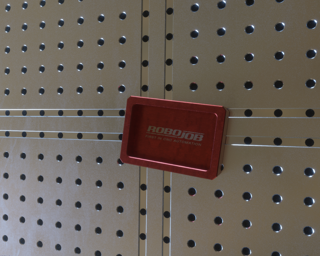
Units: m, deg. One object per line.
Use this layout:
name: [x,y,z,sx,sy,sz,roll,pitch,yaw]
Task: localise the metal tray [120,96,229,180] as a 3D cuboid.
metal tray: [0.017,0.010,0.403,0.130,0.030,0.089,8,93,19]
